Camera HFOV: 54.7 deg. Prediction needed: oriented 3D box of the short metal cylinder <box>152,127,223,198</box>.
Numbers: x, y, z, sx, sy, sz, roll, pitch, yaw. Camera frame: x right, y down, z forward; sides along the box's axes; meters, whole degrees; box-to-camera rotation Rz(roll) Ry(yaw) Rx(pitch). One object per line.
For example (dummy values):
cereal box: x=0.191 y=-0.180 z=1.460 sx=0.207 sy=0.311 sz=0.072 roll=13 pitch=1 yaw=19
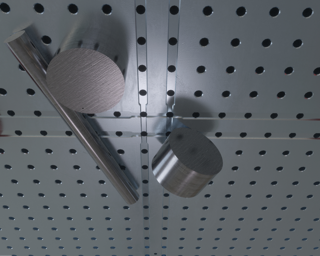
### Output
short metal cylinder: x=0.036 y=0.045 z=0.414 sx=0.080 sy=0.080 sz=0.050 roll=21 pitch=127 yaw=-17

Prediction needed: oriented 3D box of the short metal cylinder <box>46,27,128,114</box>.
short metal cylinder: x=-0.077 y=-0.062 z=0.341 sx=0.081 sy=0.050 sz=0.079 roll=0 pitch=130 yaw=0

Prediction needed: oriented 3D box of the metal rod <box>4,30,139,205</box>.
metal rod: x=-0.100 y=0.009 z=0.418 sx=0.025 sy=0.025 sz=0.299 roll=-17 pitch=129 yaw=13
